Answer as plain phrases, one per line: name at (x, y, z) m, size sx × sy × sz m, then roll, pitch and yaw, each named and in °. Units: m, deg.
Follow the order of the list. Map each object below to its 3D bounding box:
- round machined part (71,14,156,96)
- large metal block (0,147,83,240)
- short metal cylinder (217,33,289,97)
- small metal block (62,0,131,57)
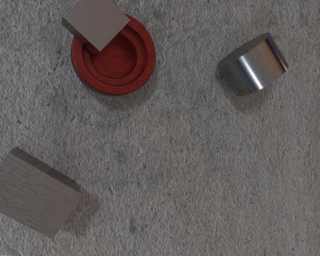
round machined part at (-0.058, -0.087, 0.379) m, size 0.099 × 0.042 × 0.097 m, roll 0°, pitch 90°, yaw -21°
large metal block at (-0.136, 0.065, 0.330) m, size 0.080 × 0.080 × 0.050 m, roll 36°, pitch 79°, yaw -17°
short metal cylinder at (0.127, -0.087, 0.428) m, size 0.080 × 0.080 × 0.050 m, roll -39°, pitch 103°, yaw -16°
small metal block at (-0.070, -0.116, 0.339) m, size 0.050 × 0.025 × 0.050 m, roll 43°, pitch 76°, yaw -15°
